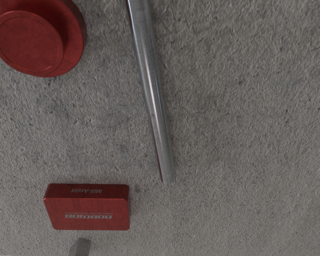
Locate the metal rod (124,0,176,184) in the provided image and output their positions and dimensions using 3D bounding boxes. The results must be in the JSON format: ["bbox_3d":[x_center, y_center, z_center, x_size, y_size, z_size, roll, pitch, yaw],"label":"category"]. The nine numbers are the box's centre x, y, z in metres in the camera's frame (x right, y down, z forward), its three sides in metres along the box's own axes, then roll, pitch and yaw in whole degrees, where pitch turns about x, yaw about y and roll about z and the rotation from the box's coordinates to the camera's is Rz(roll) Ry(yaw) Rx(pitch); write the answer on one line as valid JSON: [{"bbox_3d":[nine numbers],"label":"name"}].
[{"bbox_3d":[-0.007,-0.038,0.375,0.025,0.025,0.298,-6,130,5],"label":"metal rod"}]

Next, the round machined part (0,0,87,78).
[{"bbox_3d":[-0.128,-0.093,0.316,0.099,0.042,0.097,0,130,0],"label":"round machined part"}]

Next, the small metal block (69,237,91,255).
[{"bbox_3d":[-0.160,0.251,0.603,0.025,0.050,0.050,25,126,-20],"label":"small metal block"}]

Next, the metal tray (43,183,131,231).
[{"bbox_3d":[-0.116,0.133,0.516,0.131,0.030,0.089,1,130,-1],"label":"metal tray"}]
